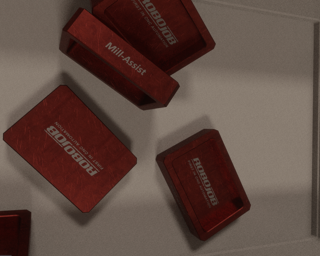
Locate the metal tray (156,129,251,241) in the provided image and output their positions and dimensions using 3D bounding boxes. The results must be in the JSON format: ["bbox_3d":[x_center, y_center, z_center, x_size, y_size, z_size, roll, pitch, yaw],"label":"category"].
[{"bbox_3d":[0.062,0.077,0.432,0.091,0.030,0.129,-28,100,-18],"label":"metal tray"}]

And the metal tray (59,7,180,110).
[{"bbox_3d":[-0.050,-0.071,0.358,0.130,0.090,0.030,36,79,-17],"label":"metal tray"}]

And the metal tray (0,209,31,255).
[{"bbox_3d":[-0.173,0.133,0.291,0.091,0.130,0.030,2,115,-20],"label":"metal tray"}]

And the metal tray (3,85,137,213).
[{"bbox_3d":[-0.103,0.025,0.370,0.090,0.030,0.130,-46,105,-15],"label":"metal tray"}]

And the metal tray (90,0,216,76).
[{"bbox_3d":[-0.004,-0.119,0.352,0.090,0.030,0.130,-30,139,15],"label":"metal tray"}]
